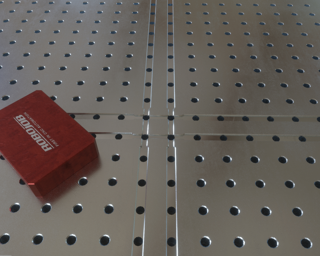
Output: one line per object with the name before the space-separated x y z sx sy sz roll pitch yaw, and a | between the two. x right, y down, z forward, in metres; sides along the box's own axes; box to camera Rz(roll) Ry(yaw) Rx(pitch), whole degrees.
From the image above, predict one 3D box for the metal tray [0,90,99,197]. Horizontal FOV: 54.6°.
metal tray | -0.153 0.013 0.393 0.130 0.030 0.090 37 59 27
